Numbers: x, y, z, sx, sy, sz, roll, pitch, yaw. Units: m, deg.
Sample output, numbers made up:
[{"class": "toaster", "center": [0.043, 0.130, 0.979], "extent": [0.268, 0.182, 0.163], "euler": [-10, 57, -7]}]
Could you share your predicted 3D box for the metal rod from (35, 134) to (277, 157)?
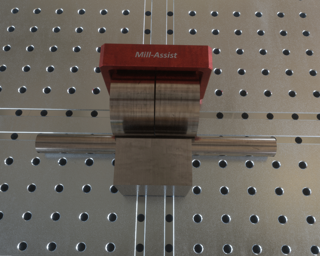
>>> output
[{"class": "metal rod", "center": [-0.005, 0.022, 0.399], "extent": [0.302, 0.025, 0.025], "euler": [1, 70, 0]}]

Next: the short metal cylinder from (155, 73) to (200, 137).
[{"class": "short metal cylinder", "center": [0.020, -0.029, 0.390], "extent": [0.050, 0.080, 0.080], "euler": [2, 70, 0]}]

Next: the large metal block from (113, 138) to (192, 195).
[{"class": "large metal block", "center": [-0.007, 0.048, 0.360], "extent": [0.081, 0.080, 0.050], "euler": [1, 70, 0]}]

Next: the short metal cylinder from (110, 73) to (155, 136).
[{"class": "short metal cylinder", "center": [-0.032, -0.030, 0.390], "extent": [0.050, 0.080, 0.080], "euler": [1, 70, 0]}]

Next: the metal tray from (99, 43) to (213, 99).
[{"class": "metal tray", "center": [-0.004, -0.069, 0.398], "extent": [0.131, 0.090, 0.030], "euler": [1, 70, 0]}]
